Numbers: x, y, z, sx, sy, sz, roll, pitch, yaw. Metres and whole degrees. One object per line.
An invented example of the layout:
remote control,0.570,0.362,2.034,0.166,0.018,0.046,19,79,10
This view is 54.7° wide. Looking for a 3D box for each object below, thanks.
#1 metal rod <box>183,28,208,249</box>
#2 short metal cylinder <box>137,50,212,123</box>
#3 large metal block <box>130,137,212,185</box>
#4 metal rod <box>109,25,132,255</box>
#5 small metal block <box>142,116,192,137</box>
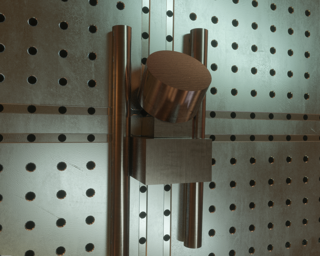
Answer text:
metal rod,0.050,0.013,0.431,0.025,0.025,0.298,2,89,-20
short metal cylinder,0.017,-0.052,0.382,0.081,0.050,0.080,11,43,-10
large metal block,0.009,0.037,0.384,0.081,0.080,0.050,1,90,-20
metal rod,-0.050,0.022,0.394,0.025,0.025,0.298,1,90,-20
small metal block,0.008,-0.001,0.402,0.050,0.050,0.025,1,90,-21
